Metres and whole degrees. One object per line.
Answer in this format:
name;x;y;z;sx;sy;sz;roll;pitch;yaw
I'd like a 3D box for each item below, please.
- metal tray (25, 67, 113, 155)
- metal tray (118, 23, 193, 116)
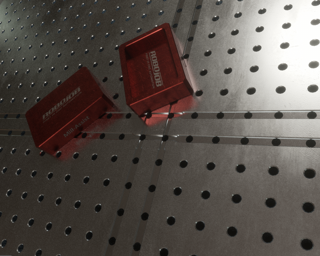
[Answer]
metal tray;-0.149;-0.030;0.499;0.130;0.030;0.090;-38;51;2
metal tray;-0.010;-0.091;0.464;0.090;0.030;0.130;-22;54;14
